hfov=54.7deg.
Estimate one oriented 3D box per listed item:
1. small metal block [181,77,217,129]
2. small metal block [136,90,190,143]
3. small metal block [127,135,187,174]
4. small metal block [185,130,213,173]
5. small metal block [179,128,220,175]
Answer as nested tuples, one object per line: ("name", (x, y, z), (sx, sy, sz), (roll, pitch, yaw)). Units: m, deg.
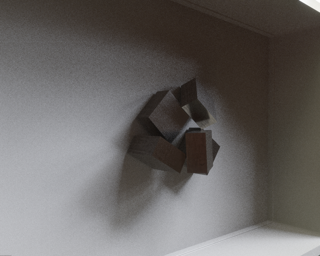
("small metal block", (0.055, -0.035, 0.438), (0.050, 0.025, 0.050), (45, 30, -31))
("small metal block", (0.005, -0.014, 0.410), (0.050, 0.025, 0.050), (51, 60, -28))
("small metal block", (-0.004, 0.032, 0.386), (0.050, 0.050, 0.025), (36, 68, -35))
("small metal block", (0.052, 0.029, 0.403), (0.050, 0.025, 0.050), (-11, 98, -72))
("small metal block", (0.056, 0.034, 0.454), (0.050, 0.025, 0.050), (43, 64, -32))
